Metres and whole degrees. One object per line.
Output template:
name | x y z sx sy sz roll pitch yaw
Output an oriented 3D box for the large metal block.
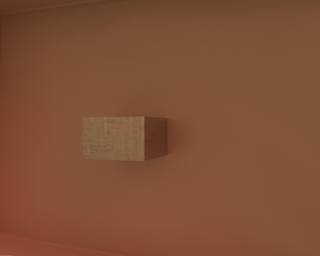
large metal block | -0.041 0.012 0.396 0.080 0.080 0.050 0 90 20
